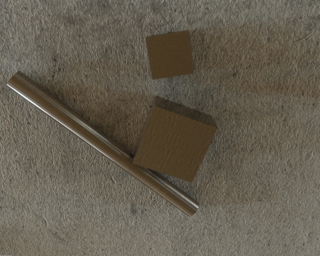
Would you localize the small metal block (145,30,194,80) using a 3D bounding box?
[{"bbox_3d":[0.012,-0.089,0.377,0.050,0.025,0.050,-8,110,2],"label":"small metal block"}]

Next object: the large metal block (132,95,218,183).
[{"bbox_3d":[0.017,0.014,0.402,0.080,0.050,0.079,19,109,-8],"label":"large metal block"}]

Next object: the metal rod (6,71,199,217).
[{"bbox_3d":[-0.067,0.029,0.419,0.301,0.025,0.025,38,105,-13],"label":"metal rod"}]
